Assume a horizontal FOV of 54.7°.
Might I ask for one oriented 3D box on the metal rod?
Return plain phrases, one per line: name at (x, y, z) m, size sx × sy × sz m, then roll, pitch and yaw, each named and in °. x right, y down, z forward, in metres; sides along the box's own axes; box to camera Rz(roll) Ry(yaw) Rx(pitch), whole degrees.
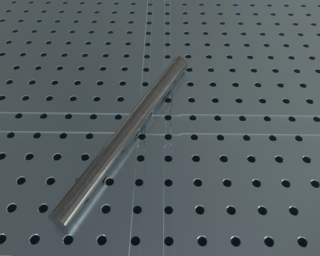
metal rod at (-0.037, -0.002, 0.409) m, size 0.025 × 0.025 × 0.301 m, roll 22°, pitch 53°, yaw 17°
